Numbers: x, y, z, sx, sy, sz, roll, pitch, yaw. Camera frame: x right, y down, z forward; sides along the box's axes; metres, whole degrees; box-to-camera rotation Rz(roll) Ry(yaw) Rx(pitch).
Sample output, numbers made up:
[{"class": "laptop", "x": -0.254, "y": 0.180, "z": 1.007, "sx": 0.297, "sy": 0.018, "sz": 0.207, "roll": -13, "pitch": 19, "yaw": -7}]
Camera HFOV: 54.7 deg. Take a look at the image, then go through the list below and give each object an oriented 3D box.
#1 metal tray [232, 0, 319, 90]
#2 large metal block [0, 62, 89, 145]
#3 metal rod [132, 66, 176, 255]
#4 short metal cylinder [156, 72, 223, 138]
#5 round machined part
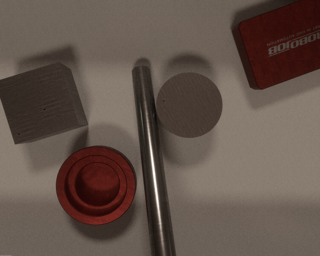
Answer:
[{"class": "metal tray", "x": 0.172, "y": -0.113, "z": 0.406, "sx": 0.131, "sy": 0.030, "sz": 0.090, "roll": -20, "pitch": 98, "yaw": -1}, {"class": "large metal block", "x": -0.148, "y": -0.030, "z": 0.397, "sx": 0.080, "sy": 0.050, "sz": 0.080, "roll": -17, "pitch": 90, "yaw": -1}, {"class": "metal rod", "x": -0.006, "y": 0.058, "z": 0.349, "sx": 0.025, "sy": 0.025, "sz": 0.299, "roll": -8, "pitch": 65, "yaw": 0}, {"class": "short metal cylinder", "x": 0.035, "y": -0.028, "z": 0.399, "sx": 0.081, "sy": 0.050, "sz": 0.079, "roll": 0, "pitch": 90, "yaw": -1}, {"class": "round machined part", "x": -0.079, "y": 0.071, "z": 0.402, "sx": 0.099, "sy": 0.042, "sz": 0.097, "roll": 0, "pitch": 90, "yaw": -1}]
